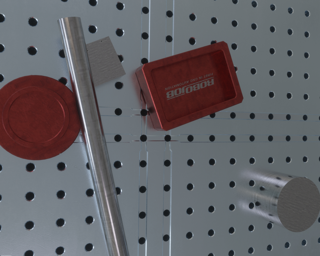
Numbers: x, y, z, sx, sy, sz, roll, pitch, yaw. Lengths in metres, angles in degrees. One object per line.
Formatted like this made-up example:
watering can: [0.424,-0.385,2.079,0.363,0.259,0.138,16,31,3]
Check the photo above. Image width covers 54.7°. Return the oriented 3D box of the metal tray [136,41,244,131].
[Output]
metal tray: [0.043,-0.058,0.425,0.131,0.030,0.090,-21,97,-19]

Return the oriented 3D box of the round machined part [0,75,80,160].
round machined part: [-0.139,-0.012,0.352,0.099,0.042,0.097,0,90,-20]

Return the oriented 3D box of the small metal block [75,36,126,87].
small metal block: [-0.078,-0.079,0.384,0.050,0.025,0.050,-27,99,-18]

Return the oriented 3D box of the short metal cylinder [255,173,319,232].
short metal cylinder: [0.194,0.111,0.471,0.081,0.050,0.079,0,90,-20]

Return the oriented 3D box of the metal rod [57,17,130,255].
metal rod: [-0.075,0.025,0.368,0.025,0.025,0.298,-14,101,-20]
